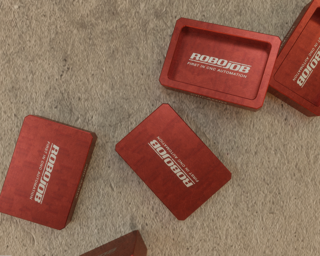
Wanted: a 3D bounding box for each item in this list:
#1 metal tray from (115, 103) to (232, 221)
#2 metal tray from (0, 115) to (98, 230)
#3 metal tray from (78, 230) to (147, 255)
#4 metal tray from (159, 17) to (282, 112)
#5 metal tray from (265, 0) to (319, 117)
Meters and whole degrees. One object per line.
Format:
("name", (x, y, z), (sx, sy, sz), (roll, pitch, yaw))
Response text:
("metal tray", (0.017, 0.043, 0.408), (0.090, 0.030, 0.130), (-42, 90, 0))
("metal tray", (-0.146, 0.056, 0.406), (0.090, 0.030, 0.129), (17, 90, 0))
("metal tray", (-0.083, 0.178, 0.376), (0.131, 0.090, 0.030), (-24, 90, 0))
("metal tray", (0.074, -0.080, 0.391), (0.130, 0.030, 0.090), (17, 90, 14))
("metal tray", (0.203, -0.091, 0.408), (0.090, 0.030, 0.130), (32, 90, 0))
